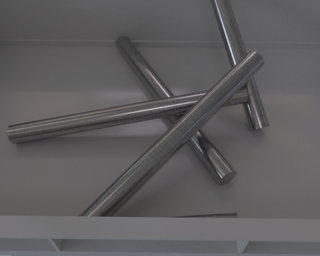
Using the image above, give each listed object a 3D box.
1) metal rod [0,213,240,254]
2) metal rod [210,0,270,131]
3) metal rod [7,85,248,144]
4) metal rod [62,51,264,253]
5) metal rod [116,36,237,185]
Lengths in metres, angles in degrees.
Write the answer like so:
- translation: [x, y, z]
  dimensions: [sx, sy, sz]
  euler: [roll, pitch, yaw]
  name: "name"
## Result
- translation: [-0.082, 0.100, 0.286]
  dimensions: [0.301, 0.025, 0.025]
  euler: [-5, 50, 7]
  name: "metal rod"
- translation: [0.093, -0.142, 0.427]
  dimensions: [0.025, 0.025, 0.299]
  euler: [-14, 83, -11]
  name: "metal rod"
- translation: [-0.041, -0.018, 0.396]
  dimensions: [0.302, 0.025, 0.025]
  euler: [-10, 51, 0]
  name: "metal rod"
- translation: [0.014, 0.015, 0.347]
  dimensions: [0.301, 0.025, 0.025]
  euler: [-44, 62, -15]
  name: "metal rod"
- translation: [0.007, -0.043, 0.441]
  dimensions: [0.025, 0.025, 0.300]
  euler: [-22, 54, -18]
  name: "metal rod"
